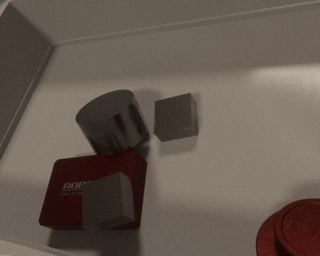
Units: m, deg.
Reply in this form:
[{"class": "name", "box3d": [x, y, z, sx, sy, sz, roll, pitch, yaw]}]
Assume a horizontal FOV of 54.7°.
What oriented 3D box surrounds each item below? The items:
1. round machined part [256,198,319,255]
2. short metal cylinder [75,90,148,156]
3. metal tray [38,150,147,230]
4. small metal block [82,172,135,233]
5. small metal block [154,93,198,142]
[{"class": "round machined part", "box3d": [0.126, 0.094, 0.243, 0.098, 0.042, 0.098, -11, 28, 6]}, {"class": "short metal cylinder", "box3d": [-0.062, -0.008, 0.407, 0.080, 0.050, 0.080, -17, 31, 11]}, {"class": "metal tray", "box3d": [-0.085, 0.081, 0.396, 0.130, 0.030, 0.090, -8, 58, 23]}, {"class": "small metal block", "box3d": [-0.058, 0.083, 0.345, 0.050, 0.025, 0.050, -21, 54, 15]}, {"class": "small metal block", "box3d": [0.021, -0.013, 0.402, 0.050, 0.025, 0.050, -12, 57, 21]}]
